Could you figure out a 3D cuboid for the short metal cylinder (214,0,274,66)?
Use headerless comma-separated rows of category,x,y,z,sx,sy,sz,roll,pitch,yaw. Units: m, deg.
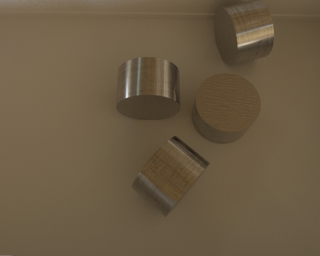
short metal cylinder,0.114,-0.131,0.429,0.050,0.080,0.080,-16,71,-6

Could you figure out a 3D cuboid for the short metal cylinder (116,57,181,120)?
short metal cylinder,-0.015,-0.048,0.398,0.081,0.080,0.050,0,70,0

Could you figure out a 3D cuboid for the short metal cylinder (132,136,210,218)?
short metal cylinder,0.013,0.056,0.360,0.050,0.080,0.080,39,75,13

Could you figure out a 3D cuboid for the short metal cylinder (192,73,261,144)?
short metal cylinder,0.084,-0.025,0.406,0.081,0.050,0.080,0,70,0
